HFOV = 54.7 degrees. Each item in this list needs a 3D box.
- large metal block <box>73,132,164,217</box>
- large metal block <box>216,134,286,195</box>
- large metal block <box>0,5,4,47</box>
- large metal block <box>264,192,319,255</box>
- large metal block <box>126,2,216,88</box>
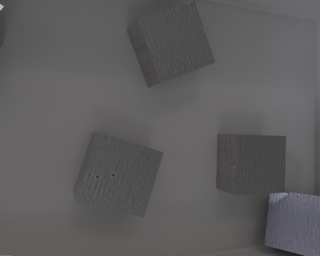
[{"bbox_3d":[-0.052,0.055,0.378,0.081,0.050,0.080,19,84,-19],"label":"large metal block"},{"bbox_3d":[0.130,0.050,0.445,0.081,0.050,0.080,2,90,-20],"label":"large metal block"},{"bbox_3d":[-0.205,-0.105,0.300,0.080,0.080,0.050,33,66,-17],"label":"large metal block"},{"bbox_3d":[0.203,0.136,0.444,0.050,0.080,0.080,23,73,-48],"label":"large metal block"},{"bbox_3d":[0.014,-0.106,0.402,0.081,0.050,0.080,-23,98,-19],"label":"large metal block"}]
